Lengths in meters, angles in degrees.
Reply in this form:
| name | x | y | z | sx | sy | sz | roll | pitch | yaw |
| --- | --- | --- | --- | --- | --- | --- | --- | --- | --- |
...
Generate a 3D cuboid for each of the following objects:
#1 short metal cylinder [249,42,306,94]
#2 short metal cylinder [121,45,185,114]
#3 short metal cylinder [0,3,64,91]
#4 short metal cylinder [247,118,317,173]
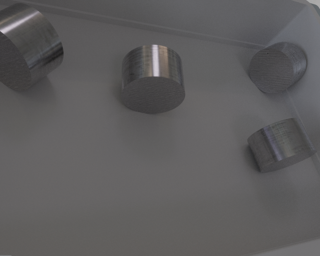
| name | x | y | z | sx | sy | sz | roll | pitch | yaw |
| --- | --- | --- | --- | --- | --- | --- | --- | --- | --- |
| short metal cylinder | 0.207 | -0.107 | 0.546 | 0.050 | 0.080 | 0.080 | -30 | 78 | -38 |
| short metal cylinder | -0.009 | -0.061 | 0.402 | 0.081 | 0.080 | 0.050 | 11 | 57 | -23 |
| short metal cylinder | -0.155 | -0.088 | 0.340 | 0.080 | 0.080 | 0.050 | 38 | 51 | -3 |
| short metal cylinder | 0.174 | 0.027 | 0.448 | 0.081 | 0.080 | 0.050 | -4 | 64 | -30 |
